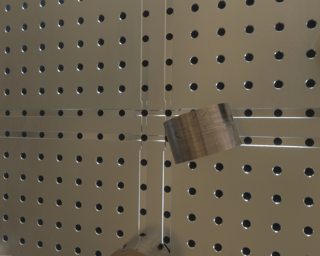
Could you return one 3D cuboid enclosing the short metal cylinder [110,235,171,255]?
[{"bbox_3d":[-0.028,0.190,0.408,0.080,0.050,0.079,0,90,19],"label":"short metal cylinder"}]

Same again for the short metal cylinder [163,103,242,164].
[{"bbox_3d":[0.049,0.007,0.365,0.080,0.080,0.050,-19,84,19],"label":"short metal cylinder"}]
